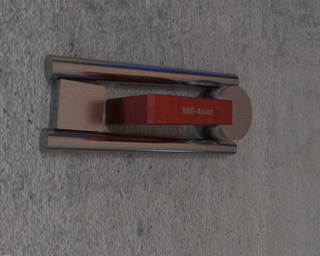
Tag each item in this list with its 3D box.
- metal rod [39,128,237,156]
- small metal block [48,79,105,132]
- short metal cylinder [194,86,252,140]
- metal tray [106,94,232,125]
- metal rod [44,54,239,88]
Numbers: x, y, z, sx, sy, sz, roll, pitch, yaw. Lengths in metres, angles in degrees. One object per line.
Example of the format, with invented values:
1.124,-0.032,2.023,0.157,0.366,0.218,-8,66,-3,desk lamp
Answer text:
-0.001,0.023,0.406,0.302,0.025,0.025,5,87,-40,metal rod
-0.089,-0.023,0.332,0.050,0.025,0.050,5,87,-40,small metal block
0.095,-0.022,0.469,0.081,0.050,0.079,0,90,-40,short metal cylinder
0.013,-0.019,0.373,0.131,0.090,0.030,0,90,-40,metal tray
0.003,-0.069,0.409,0.302,0.025,0.025,-4,93,-40,metal rod
